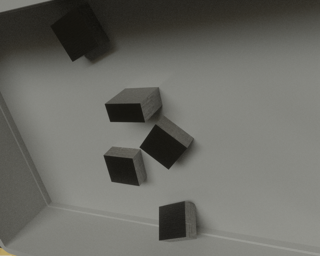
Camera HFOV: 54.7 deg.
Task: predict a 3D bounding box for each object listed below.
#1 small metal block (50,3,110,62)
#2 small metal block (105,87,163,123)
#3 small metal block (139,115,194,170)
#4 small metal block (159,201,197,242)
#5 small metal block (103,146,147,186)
[{"bbox_3d":[-0.099,-0.118,0.386,0.050,0.025,0.050,-19,109,35],"label":"small metal block"},{"bbox_3d":[-0.032,-0.030,0.390,0.050,0.050,0.025,1,119,27],"label":"small metal block"},{"bbox_3d":[0.008,0.020,0.415,0.050,0.025,0.050,37,129,2],"label":"small metal block"},{"bbox_3d":[0.026,0.141,0.462,0.050,0.050,0.025,-23,145,36],"label":"small metal block"},{"bbox_3d":[-0.052,0.058,0.470,0.050,0.025,0.050,3,120,26],"label":"small metal block"}]
